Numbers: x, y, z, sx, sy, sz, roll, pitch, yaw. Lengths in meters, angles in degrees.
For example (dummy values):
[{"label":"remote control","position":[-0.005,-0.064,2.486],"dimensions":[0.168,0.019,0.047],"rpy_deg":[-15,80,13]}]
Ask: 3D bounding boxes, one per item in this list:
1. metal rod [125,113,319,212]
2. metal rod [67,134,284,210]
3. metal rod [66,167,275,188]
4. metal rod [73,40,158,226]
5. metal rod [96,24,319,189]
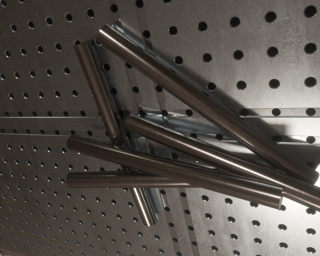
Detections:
[{"label":"metal rod","position":[0.087,0.043,0.369],"dimensions":[0.301,0.025,0.025],"rpy_deg":[22,127,23]},{"label":"metal rod","position":[-0.002,0.048,0.396],"dimensions":[0.300,0.025,0.025],"rpy_deg":[11,123,29]},{"label":"metal rod","position":[0.001,0.070,0.428],"dimensions":[0.301,0.025,0.025],"rpy_deg":[-4,117,21]},{"label":"metal rod","position":[-0.057,0.023,0.453],"dimensions":[0.025,0.025,0.298],"rpy_deg":[-3,117,29]},{"label":"metal rod","position":[0.053,-0.027,0.365],"dimensions":[0.301,0.025,0.025],"rpy_deg":[36,129,3]}]
